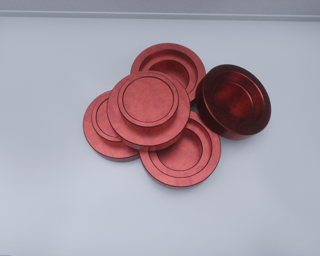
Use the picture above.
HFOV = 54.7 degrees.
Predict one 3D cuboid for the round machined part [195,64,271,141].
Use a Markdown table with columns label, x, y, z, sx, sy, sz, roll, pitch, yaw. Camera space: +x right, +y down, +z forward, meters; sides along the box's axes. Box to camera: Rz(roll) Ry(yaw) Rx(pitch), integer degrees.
| label | x | y | z | sx | sy | sz | roll | pitch | yaw |
| --- | --- | --- | --- | --- | --- | --- | --- | --- | --- |
| round machined part | 0.089 | -0.030 | 0.399 | 0.099 | 0.042 | 0.098 | 8 | 66 | -19 |

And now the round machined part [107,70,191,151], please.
| label | x | y | z | sx | sy | sz | roll | pitch | yaw |
| --- | --- | --- | --- | --- | --- | --- | --- | --- | --- |
| round machined part | -0.013 | -0.026 | 0.362 | 0.099 | 0.042 | 0.098 | 0 | 70 | -1 |

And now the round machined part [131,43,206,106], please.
| label | x | y | z | sx | sy | sz | roll | pitch | yaw |
| --- | --- | --- | --- | --- | --- | --- | --- | --- | --- |
| round machined part | 0.011 | -0.063 | 0.422 | 0.099 | 0.042 | 0.098 | 0 | 70 | -1 |

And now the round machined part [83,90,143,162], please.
| label | x | y | z | sx | sy | sz | roll | pitch | yaw |
| --- | --- | --- | --- | --- | --- | --- | --- | --- | --- |
| round machined part | -0.050 | -0.008 | 0.399 | 0.099 | 0.042 | 0.098 | 0 | 70 | -1 |

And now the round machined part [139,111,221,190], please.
| label | x | y | z | sx | sy | sz | roll | pitch | yaw |
| --- | --- | --- | --- | --- | --- | --- | --- | --- | --- |
| round machined part | 0.024 | 0.029 | 0.388 | 0.099 | 0.042 | 0.098 | 0 | 70 | -1 |
